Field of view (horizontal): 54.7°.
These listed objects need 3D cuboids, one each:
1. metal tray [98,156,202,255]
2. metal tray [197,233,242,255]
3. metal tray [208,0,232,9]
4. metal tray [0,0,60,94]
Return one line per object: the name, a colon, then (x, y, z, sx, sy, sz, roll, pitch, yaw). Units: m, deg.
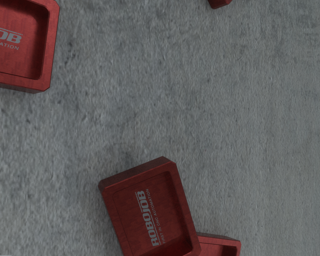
metal tray: (-0.010, 0.110, 0.373, 0.091, 0.030, 0.129, -20, 103, -16)
metal tray: (0.064, 0.204, 0.458, 0.131, 0.030, 0.090, 23, 76, -38)
metal tray: (0.105, -0.263, 0.492, 0.130, 0.030, 0.090, -52, 121, -27)
metal tray: (-0.160, -0.086, 0.267, 0.131, 0.030, 0.089, 9, 84, -40)
